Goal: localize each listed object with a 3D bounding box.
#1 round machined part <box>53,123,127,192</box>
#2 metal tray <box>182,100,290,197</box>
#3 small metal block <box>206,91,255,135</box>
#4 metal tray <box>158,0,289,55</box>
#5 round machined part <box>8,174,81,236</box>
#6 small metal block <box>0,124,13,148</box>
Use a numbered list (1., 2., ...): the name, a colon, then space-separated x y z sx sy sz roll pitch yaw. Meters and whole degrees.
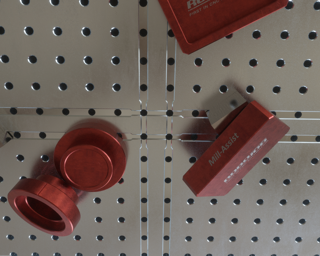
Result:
1. round machined part: -0.095 0.046 0.420 0.099 0.042 0.097 0 110 0
2. metal tray: 0.098 0.032 0.394 0.130 0.030 0.090 -50 147 16
3. small metal block: 0.090 -0.017 0.394 0.050 0.050 0.025 -35 106 12
4. metal tray: 0.067 -0.153 0.354 0.130 0.030 0.090 -25 108 9
5. round machined part: -0.153 0.102 0.426 0.098 0.042 0.097 13 133 15
6. small metal block: -0.240 0.011 0.415 0.050 0.025 0.050 -30 108 10
